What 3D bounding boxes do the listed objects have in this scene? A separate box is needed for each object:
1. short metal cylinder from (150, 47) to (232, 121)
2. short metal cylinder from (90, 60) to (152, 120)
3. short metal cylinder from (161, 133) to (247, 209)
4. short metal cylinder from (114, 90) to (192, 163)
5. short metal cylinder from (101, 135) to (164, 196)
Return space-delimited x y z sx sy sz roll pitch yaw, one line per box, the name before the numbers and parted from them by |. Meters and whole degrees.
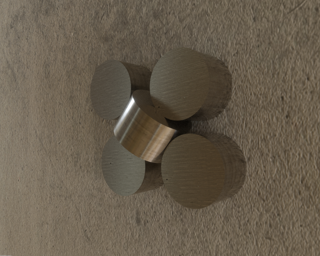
short metal cylinder | 0.035 -0.048 0.357 0.080 0.050 0.079 0 90 39
short metal cylinder | -0.051 -0.051 0.429 0.080 0.050 0.079 0 90 39
short metal cylinder | 0.048 0.046 0.347 0.080 0.050 0.079 0 90 39
short metal cylinder | -0.009 -0.003 0.376 0.080 0.081 0.050 47 118 29
short metal cylinder | -0.032 0.046 0.413 0.080 0.050 0.079 0 90 39
